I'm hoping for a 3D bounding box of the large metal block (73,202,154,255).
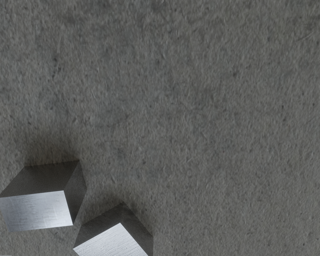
[{"bbox_3d":[-0.066,0.170,0.458,0.080,0.050,0.080,-31,108,10],"label":"large metal block"}]

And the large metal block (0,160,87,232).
[{"bbox_3d":[-0.150,0.087,0.411,0.080,0.080,0.050,-7,110,2],"label":"large metal block"}]
